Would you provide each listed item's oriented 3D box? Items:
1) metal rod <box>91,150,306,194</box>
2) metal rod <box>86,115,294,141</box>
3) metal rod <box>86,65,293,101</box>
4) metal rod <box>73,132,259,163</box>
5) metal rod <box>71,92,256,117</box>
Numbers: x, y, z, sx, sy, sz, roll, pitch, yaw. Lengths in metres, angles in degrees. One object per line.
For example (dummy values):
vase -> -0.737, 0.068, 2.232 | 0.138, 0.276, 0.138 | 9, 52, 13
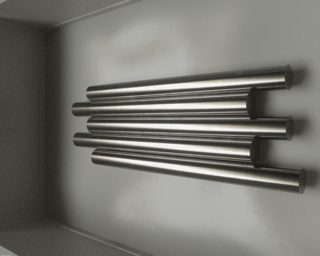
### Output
metal rod -> 0.019, 0.048, 0.388 | 0.300, 0.025, 0.025 | 1, 91, 39
metal rod -> 0.010, -0.002, 0.395 | 0.300, 0.025, 0.025 | 1, 91, 39
metal rod -> 0.009, -0.052, 0.396 | 0.300, 0.025, 0.025 | 1, 91, 39
metal rod -> -0.017, 0.022, 0.417 | 0.300, 0.025, 0.025 | 1, 91, 39
metal rod -> -0.020, -0.028, 0.420 | 0.300, 0.025, 0.025 | 1, 91, 39
